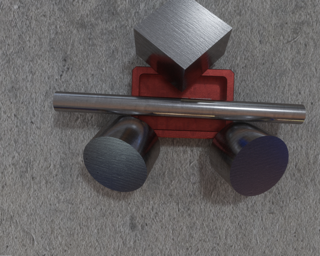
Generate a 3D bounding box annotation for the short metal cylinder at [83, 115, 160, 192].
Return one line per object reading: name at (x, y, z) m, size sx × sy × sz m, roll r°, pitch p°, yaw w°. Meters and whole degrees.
short metal cylinder at (-0.045, 0.031, 0.380) m, size 0.080 × 0.050 × 0.079 m, roll 9°, pitch 123°, yaw 15°

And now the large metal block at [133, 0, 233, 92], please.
large metal block at (0.026, -0.105, 0.377) m, size 0.080 × 0.050 × 0.080 m, roll 42°, pitch 73°, yaw 15°

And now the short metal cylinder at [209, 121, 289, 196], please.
short metal cylinder at (0.109, 0.036, 0.383) m, size 0.081 × 0.050 × 0.079 m, roll -8°, pitch 114°, yaw -18°

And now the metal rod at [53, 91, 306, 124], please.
metal rod at (0.024, -0.025, 0.381) m, size 0.302 × 0.025 × 0.025 m, roll 3°, pitch 90°, yaw -1°

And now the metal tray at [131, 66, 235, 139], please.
metal tray at (0.029, -0.032, 0.409) m, size 0.131 × 0.030 × 0.089 m, roll 2°, pitch 90°, yaw 0°
